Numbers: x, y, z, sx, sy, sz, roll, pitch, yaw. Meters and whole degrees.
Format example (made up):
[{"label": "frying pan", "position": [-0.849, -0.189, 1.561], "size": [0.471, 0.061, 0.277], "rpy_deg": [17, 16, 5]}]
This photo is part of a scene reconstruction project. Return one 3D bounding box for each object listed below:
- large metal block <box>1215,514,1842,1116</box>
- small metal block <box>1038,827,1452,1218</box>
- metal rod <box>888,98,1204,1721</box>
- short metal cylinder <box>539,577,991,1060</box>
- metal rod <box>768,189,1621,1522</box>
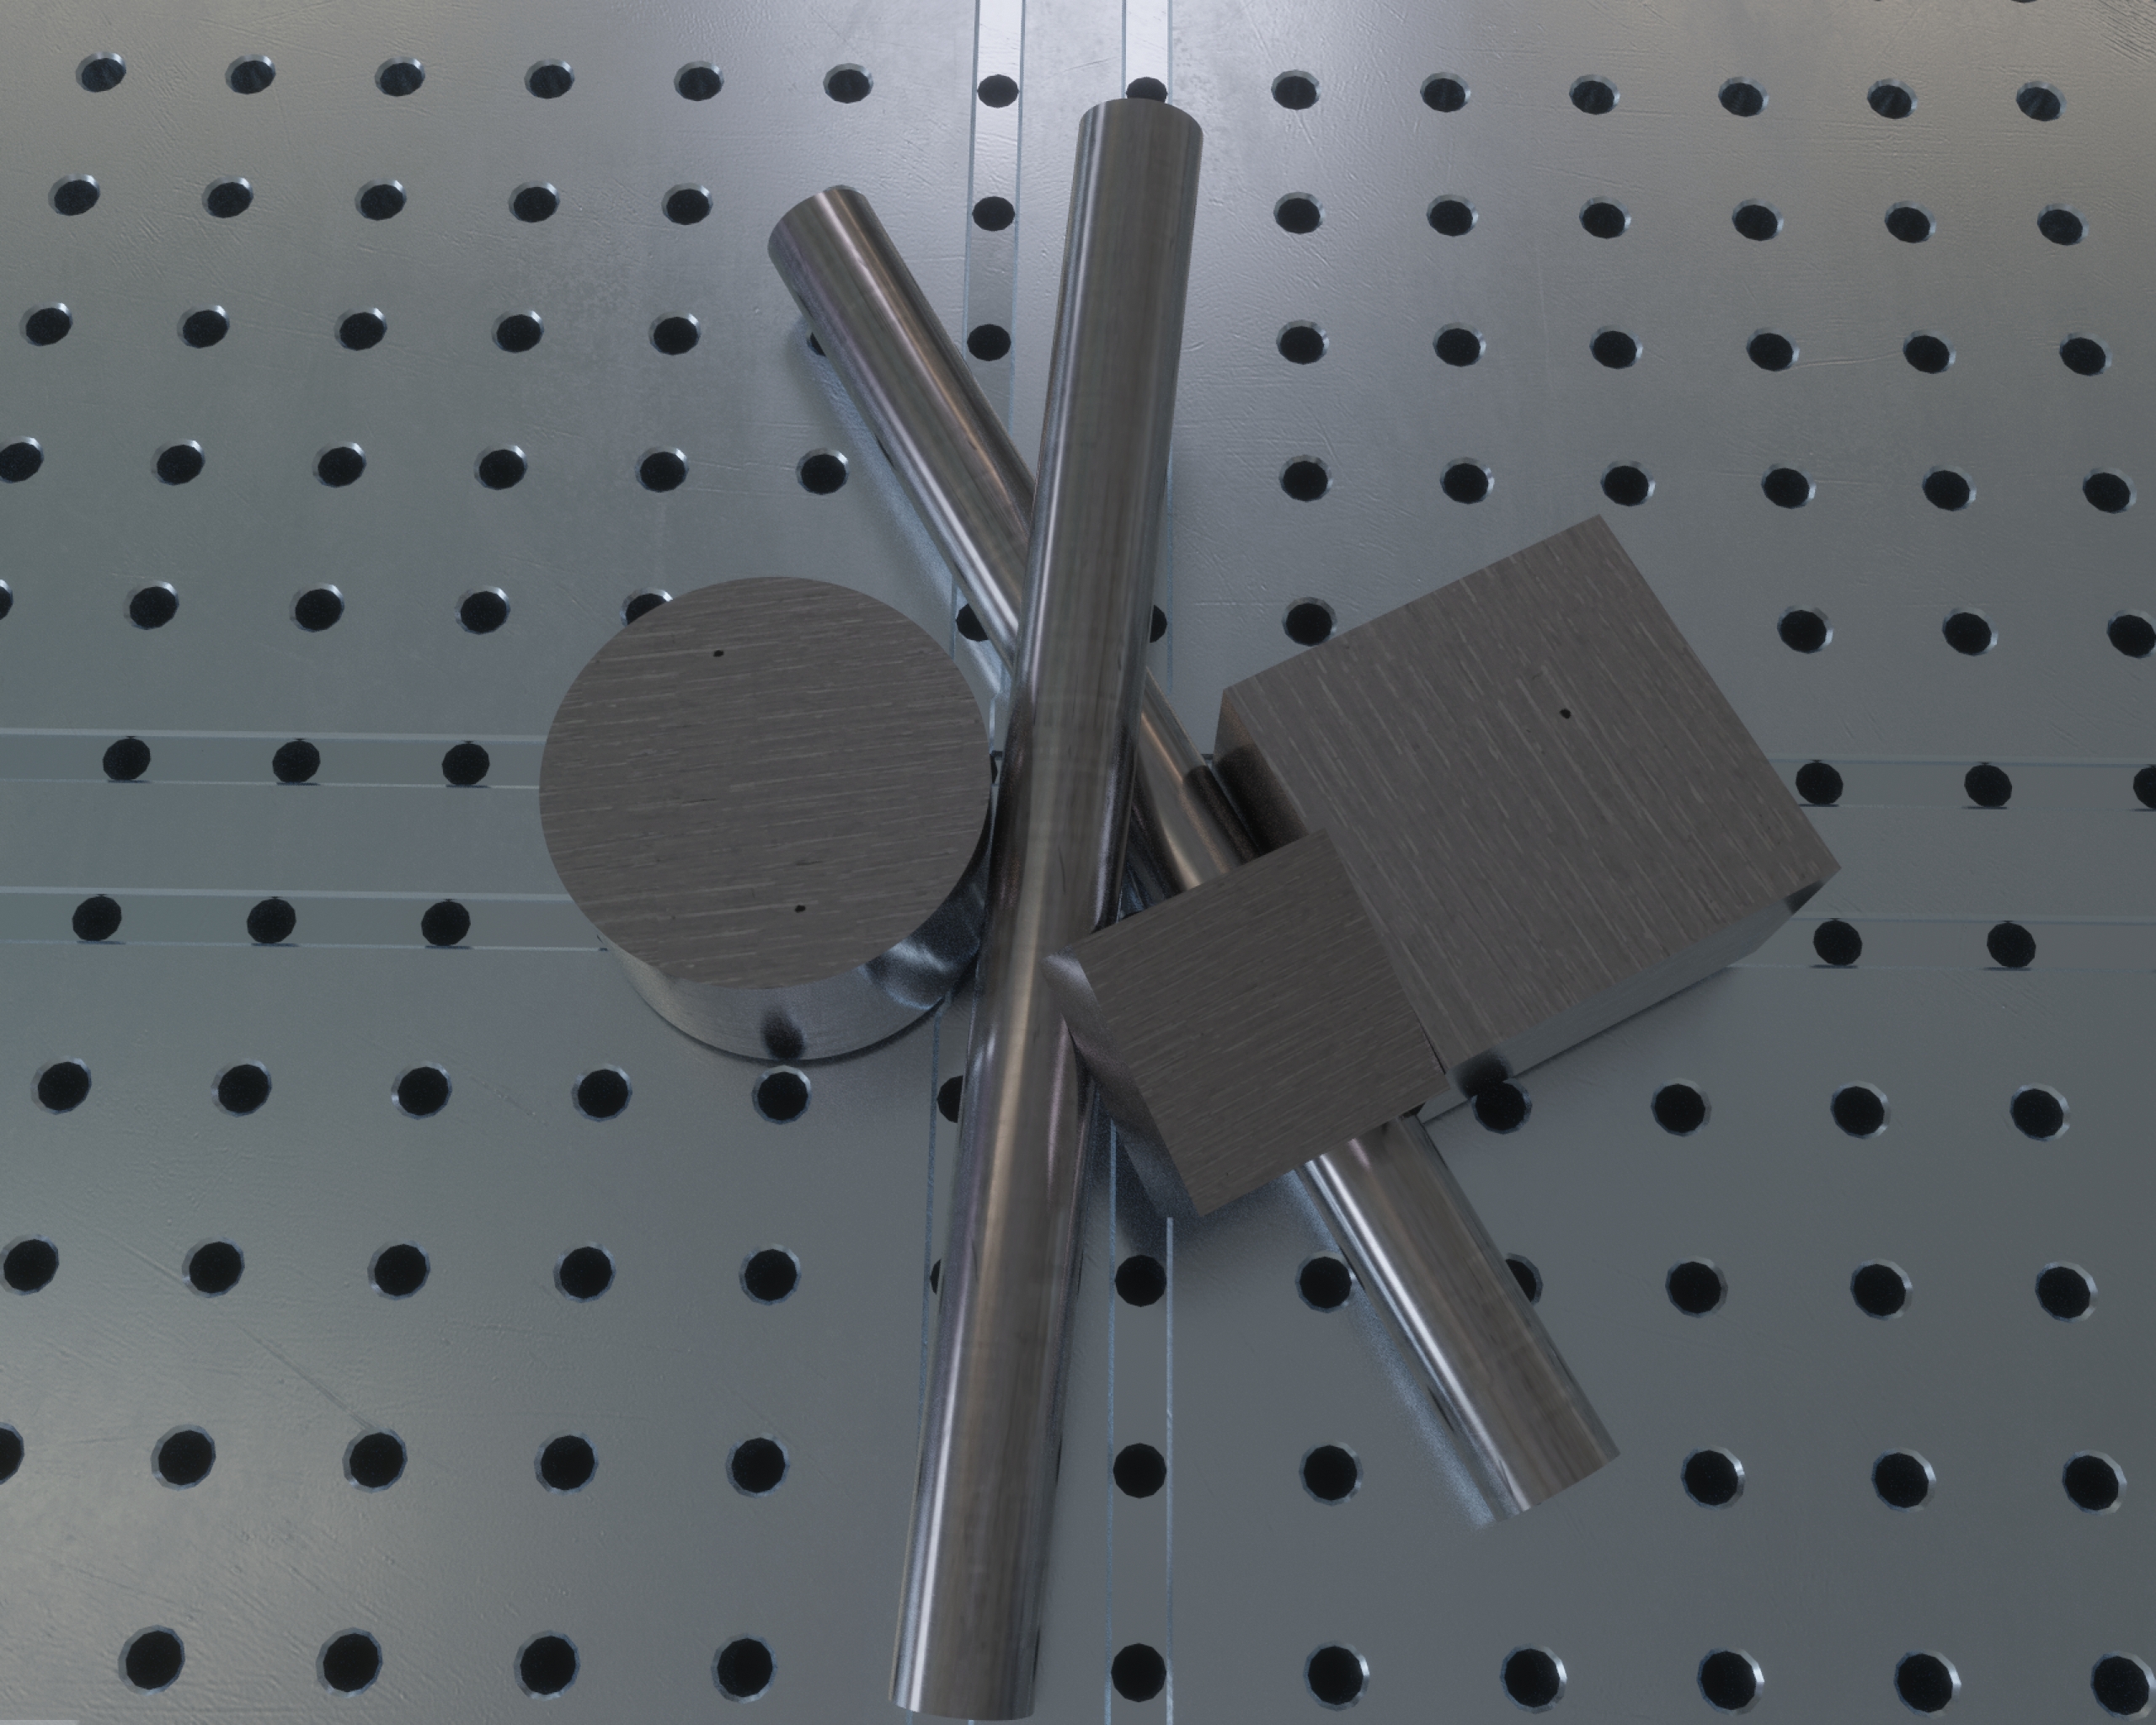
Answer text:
[{"label": "large metal block", "position": [0.081, -0.007, 0.397], "size": [0.080, 0.050, 0.080], "rpy_deg": [-26, 72, -9]}, {"label": "small metal block", "position": [0.028, 0.028, 0.364], "size": [0.050, 0.025, 0.050], "rpy_deg": [-24, 87, -17]}, {"label": "metal rod", "position": [-0.004, -0.001, 0.387], "size": [0.025, 0.025, 0.299], "rpy_deg": [6, 78, 2]}, {"label": "short metal cylinder", "position": [-0.056, -0.007, 0.397], "size": [0.081, 0.050, 0.080], "rpy_deg": [0, 70, -1]}, {"label": "metal rod", "position": [0.014, -0.014, 0.413], "size": [0.025, 0.025, 0.299], "rpy_deg": [-27, 73, -9]}]
